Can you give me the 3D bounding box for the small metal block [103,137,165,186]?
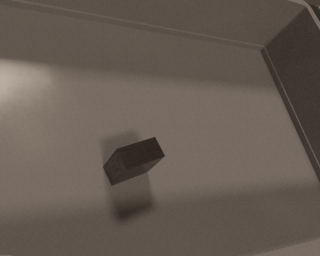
[{"bbox_3d":[-0.030,0.038,0.351,0.050,0.050,0.025,-16,71,-35],"label":"small metal block"}]
